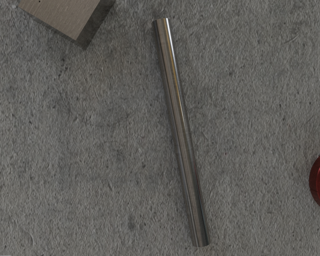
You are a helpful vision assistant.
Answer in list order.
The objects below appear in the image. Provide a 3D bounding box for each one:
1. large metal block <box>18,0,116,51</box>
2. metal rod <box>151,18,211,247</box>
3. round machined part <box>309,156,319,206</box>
[{"bbox_3d":[-0.115,-0.160,0.396,0.080,0.050,0.080,31,90,-1],"label":"large metal block"},{"bbox_3d":[0.028,0.006,0.410,0.025,0.025,0.298,-10,90,0],"label":"metal rod"},{"bbox_3d":[0.254,0.073,0.405,0.099,0.042,0.097,0,90,-1],"label":"round machined part"}]
